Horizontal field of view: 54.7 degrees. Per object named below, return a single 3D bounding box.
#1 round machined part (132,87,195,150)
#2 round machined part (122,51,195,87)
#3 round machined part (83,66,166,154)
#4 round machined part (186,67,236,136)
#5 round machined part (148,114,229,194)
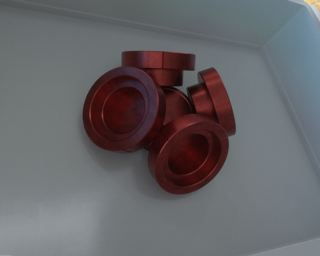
[{"bbox_3d":[0.007,-0.017,0.408,0.099,0.042,0.098,14,56,-21],"label":"round machined part"},{"bbox_3d":[-0.002,-0.078,0.417,0.099,0.098,0.042,-4,102,-30],"label":"round machined part"},{"bbox_3d":[-0.037,-0.018,0.361,0.042,0.098,0.098,27,40,-62],"label":"round machined part"},{"bbox_3d":[0.066,-0.030,0.426,0.042,0.098,0.098,-18,67,3],"label":"round machined part"},{"bbox_3d":[0.030,0.027,0.369,0.099,0.097,0.042,-1,26,-29],"label":"round machined part"}]
